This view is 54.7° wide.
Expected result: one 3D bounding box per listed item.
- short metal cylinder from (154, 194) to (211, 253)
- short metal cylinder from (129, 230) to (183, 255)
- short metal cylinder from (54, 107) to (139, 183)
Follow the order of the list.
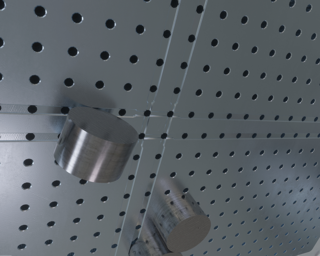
[{"bbox_3d":[0.036,0.157,0.512,0.081,0.050,0.079,-14,124,-21],"label":"short metal cylinder"},{"bbox_3d":[-0.006,0.223,0.530,0.081,0.050,0.079,-14,124,-21],"label":"short metal cylinder"},{"bbox_3d":[-0.071,0.017,0.347,0.081,0.080,0.050,13,112,-34],"label":"short metal cylinder"}]
